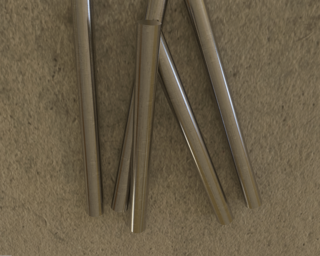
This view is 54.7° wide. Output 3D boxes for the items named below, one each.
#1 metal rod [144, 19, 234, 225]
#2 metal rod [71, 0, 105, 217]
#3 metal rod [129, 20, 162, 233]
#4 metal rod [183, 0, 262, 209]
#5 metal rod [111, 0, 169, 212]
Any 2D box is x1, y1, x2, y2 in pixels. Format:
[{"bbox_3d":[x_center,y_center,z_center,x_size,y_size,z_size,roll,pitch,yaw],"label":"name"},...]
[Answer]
[{"bbox_3d":[0.042,0.011,0.400,0.025,0.025,0.299,-21,115,7],"label":"metal rod"},{"bbox_3d":[-0.091,-0.017,0.402,0.025,0.025,0.298,1,110,-1],"label":"metal rod"},{"bbox_3d":[-0.022,0.021,0.388,0.025,0.025,0.298,4,121,-2],"label":"metal rod"},{"bbox_3d":[0.086,-0.022,0.402,0.025,0.025,0.298,-19,109,6],"label":"metal rod"},{"bbox_3d":[-0.030,-0.022,0.401,0.025,0.025,0.298,10,110,-4],"label":"metal rod"}]
